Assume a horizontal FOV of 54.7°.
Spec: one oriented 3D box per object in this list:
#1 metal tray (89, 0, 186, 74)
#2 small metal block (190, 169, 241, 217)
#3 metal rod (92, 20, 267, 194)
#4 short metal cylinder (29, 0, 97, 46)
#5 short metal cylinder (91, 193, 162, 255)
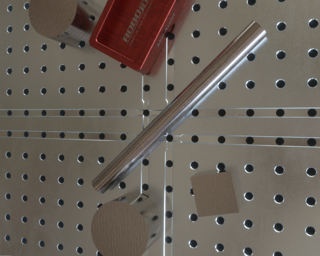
[{"bbox_3d":[-0.029,-0.151,0.420,0.090,0.030,0.129,31,100,17],"label":"metal tray"},{"bbox_3d":[0.070,0.081,0.388,0.050,0.025,0.050,-13,86,19],"label":"small metal block"},{"bbox_3d":[0.016,-0.018,0.406,0.299,0.025,0.025,-45,76,14],"label":"metal rod"},{"bbox_3d":[-0.139,-0.165,0.448,0.080,0.050,0.079,0,90,20],"label":"short metal cylinder"},{"bbox_3d":[-0.044,0.132,0.415,0.080,0.050,0.079,0,90,20],"label":"short metal cylinder"}]
